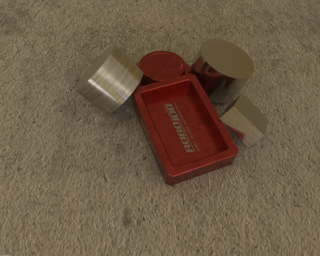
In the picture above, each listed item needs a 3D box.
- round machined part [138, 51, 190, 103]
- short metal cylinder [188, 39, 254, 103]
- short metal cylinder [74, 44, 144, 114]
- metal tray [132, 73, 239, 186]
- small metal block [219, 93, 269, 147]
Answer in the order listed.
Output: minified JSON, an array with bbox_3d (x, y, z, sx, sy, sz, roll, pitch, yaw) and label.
[{"bbox_3d":[0.003,-0.078,0.460,0.099,0.042,0.098,0,50,0],"label":"round machined part"},{"bbox_3d":[0.086,-0.082,0.445,0.081,0.050,0.080,11,50,-14],"label":"short metal cylinder"},{"bbox_3d":[-0.068,-0.065,0.414,0.050,0.080,0.080,41,48,-24],"label":"short metal cylinder"},{"bbox_3d":[0.027,-0.003,0.390,0.091,0.030,0.130,-17,62,-14],"label":"metal tray"},{"bbox_3d":[0.108,-0.011,0.392,0.050,0.025,0.050,45,34,1],"label":"small metal block"}]
